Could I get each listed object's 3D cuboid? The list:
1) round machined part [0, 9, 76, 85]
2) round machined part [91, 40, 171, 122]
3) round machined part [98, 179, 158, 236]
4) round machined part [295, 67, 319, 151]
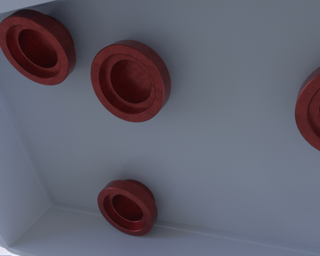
[{"bbox_3d":[-0.153,-0.107,0.403,0.098,0.042,0.097,13,136,13],"label":"round machined part"},{"bbox_3d":[-0.031,-0.059,0.378,0.098,0.042,0.097,13,124,21],"label":"round machined part"},{"bbox_3d":[-0.047,0.122,0.498,0.098,0.042,0.097,13,124,21],"label":"round machined part"},{"bbox_3d":[0.181,-0.022,0.289,0.098,0.042,0.097,13,124,21],"label":"round machined part"}]
